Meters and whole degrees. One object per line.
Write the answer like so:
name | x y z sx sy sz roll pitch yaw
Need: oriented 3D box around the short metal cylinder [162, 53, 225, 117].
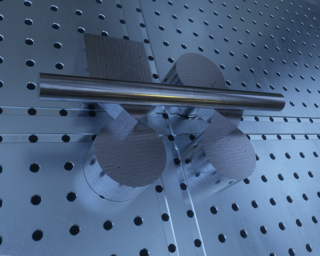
short metal cylinder | 0.048 -0.063 0.456 0.081 0.050 0.080 14 56 -21

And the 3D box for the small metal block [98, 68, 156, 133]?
small metal block | -0.033 -0.032 0.346 0.050 0.025 0.050 42 51 1

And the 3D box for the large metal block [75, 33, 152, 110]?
large metal block | -0.061 -0.070 0.401 0.081 0.050 0.080 1 61 -28

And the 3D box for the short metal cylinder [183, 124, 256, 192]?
short metal cylinder | 0.078 0.039 0.410 0.081 0.050 0.080 14 56 -21

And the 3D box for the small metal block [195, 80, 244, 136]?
small metal block | 0.081 -0.027 0.404 0.050 0.025 0.050 35 51 -5

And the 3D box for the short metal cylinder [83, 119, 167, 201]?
short metal cylinder | -0.040 0.036 0.347 0.081 0.050 0.080 14 56 -21

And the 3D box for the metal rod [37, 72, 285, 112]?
metal rod | 0.025 -0.036 0.347 0.303 0.025 0.025 1 62 -28
